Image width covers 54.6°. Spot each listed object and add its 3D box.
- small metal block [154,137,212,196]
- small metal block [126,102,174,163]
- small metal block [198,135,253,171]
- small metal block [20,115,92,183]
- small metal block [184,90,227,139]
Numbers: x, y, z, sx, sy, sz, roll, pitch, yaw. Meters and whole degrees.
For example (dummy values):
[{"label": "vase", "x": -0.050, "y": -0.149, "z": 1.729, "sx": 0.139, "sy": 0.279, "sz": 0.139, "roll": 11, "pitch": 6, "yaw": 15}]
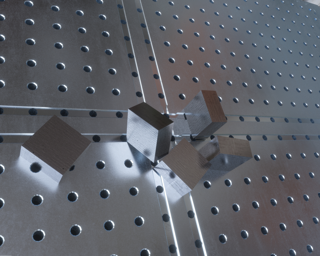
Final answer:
[{"label": "small metal block", "x": 0.029, "y": 0.049, "z": 0.394, "sx": 0.050, "sy": 0.025, "sz": 0.050, "roll": 45, "pitch": 51, "yaw": 3}, {"label": "small metal block", "x": -0.013, "y": 0.005, "z": 0.371, "sx": 0.050, "sy": 0.050, "sz": 0.025, "roll": 35, "pitch": 46, "yaw": 30}, {"label": "small metal block", "x": 0.086, "y": 0.035, "z": 0.416, "sx": 0.050, "sy": 0.050, "sz": 0.025, "roll": 9, "pitch": 58, "yaw": -24}, {"label": "small metal block", "x": -0.112, "y": 0.022, "z": 0.334, "sx": 0.050, "sy": 0.025, "sz": 0.050, "roll": 37, "pitch": 51, "yaw": -3}, {"label": "small metal block", "x": 0.062, "y": -0.018, "z": 0.436, "sx": 0.025, "sy": 0.050, "sz": 0.050, "roll": -1, "pitch": 62, "yaw": -29}]
